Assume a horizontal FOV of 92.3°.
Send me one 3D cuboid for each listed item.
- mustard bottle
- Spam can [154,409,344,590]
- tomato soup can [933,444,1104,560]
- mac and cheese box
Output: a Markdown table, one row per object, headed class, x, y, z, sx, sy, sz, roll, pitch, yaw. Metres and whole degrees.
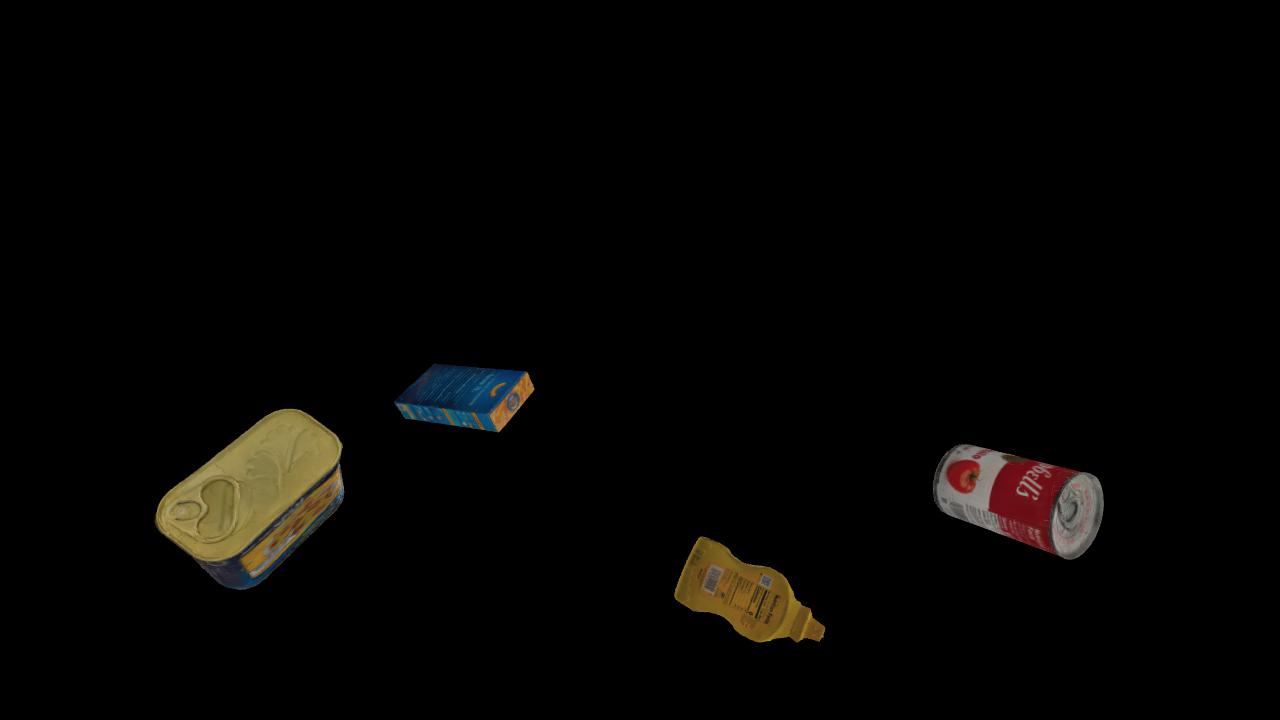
| class | x | y | z | sx | sy | sz | roll | pitch | yaw |
| --- | --- | --- | --- | --- | --- | --- | --- | --- | --- |
| mustard bottle | 0.142 | 0.301 | 0.774 | 0.184 | 0.092 | 0.054 | 20 | -21 | 24 |
| Spam can | -0.250 | 0.095 | 0.411 | 0.058 | 0.101 | 0.085 | 36 | -37 | 4 |
| tomato soup can | 0.305 | 0.112 | 0.503 | 0.068 | 0.068 | 0.101 | 0 | 6 | -27 |
| mac and cheese box | -0.250 | 0.051 | 0.874 | 0.184 | 0.041 | 0.093 | 4 | 39 | 30 |
